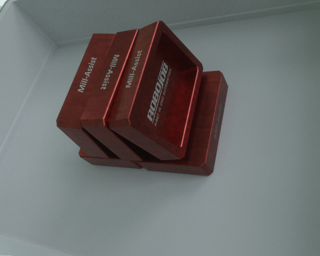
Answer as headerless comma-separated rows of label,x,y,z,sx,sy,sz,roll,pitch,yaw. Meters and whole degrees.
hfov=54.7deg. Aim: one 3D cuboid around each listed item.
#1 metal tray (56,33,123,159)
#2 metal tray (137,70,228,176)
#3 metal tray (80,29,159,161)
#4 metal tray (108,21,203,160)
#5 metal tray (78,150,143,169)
metal tray,-0.071,-0.039,0.381,0.030,0.090,0.130,6,64,17
metal tray,0.030,-0.009,0.391,0.090,0.030,0.130,1,62,28
metal tray,-0.034,-0.038,0.363,0.030,0.090,0.130,0,60,28
metal tray,0.002,-0.040,0.344,0.030,0.090,0.130,-9,57,41
metal tray,-0.051,-0.011,0.433,0.090,0.030,0.130,1,62,28
